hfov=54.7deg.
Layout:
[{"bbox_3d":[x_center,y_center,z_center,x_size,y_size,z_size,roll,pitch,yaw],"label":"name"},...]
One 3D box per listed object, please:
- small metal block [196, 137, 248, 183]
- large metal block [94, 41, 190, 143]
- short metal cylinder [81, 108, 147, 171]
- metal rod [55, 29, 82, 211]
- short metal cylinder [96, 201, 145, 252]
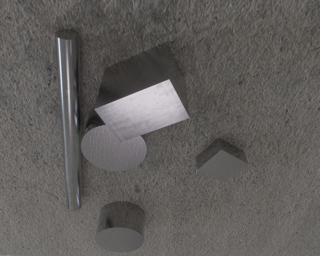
[{"bbox_3d":[0.089,0.047,0.448,0.050,0.025,0.050,28,125,-22],"label":"small metal block"},{"bbox_3d":[-0.017,-0.040,0.337,0.080,0.080,0.050,-20,128,16],"label":"large metal block"},{"bbox_3d":[-0.056,0.010,0.399,0.081,0.050,0.079,0,130,0],"label":"short metal cylinder"},{"bbox_3d":[-0.119,0.015,0.418,0.025,0.025,0.298,7,130,-6],"label":"metal rod"},{"bbox_3d":[-0.067,0.172,0.537,0.081,0.050,0.079,0,130,0],"label":"short metal cylinder"}]
